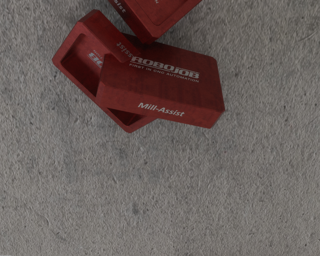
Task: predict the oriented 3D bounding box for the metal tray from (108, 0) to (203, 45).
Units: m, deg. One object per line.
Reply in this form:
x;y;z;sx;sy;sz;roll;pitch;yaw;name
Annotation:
-0.020;-0.166;0.322;0.090;0.030;0.130;-46;107;-18;metal tray

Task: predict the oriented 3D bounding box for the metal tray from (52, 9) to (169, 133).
-0.053;-0.058;0.359;0.130;0.030;0.090;44;142;-15;metal tray

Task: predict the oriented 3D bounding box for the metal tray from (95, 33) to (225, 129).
0.002;-0.054;0.341;0.131;0.090;0.030;11;140;-14;metal tray
